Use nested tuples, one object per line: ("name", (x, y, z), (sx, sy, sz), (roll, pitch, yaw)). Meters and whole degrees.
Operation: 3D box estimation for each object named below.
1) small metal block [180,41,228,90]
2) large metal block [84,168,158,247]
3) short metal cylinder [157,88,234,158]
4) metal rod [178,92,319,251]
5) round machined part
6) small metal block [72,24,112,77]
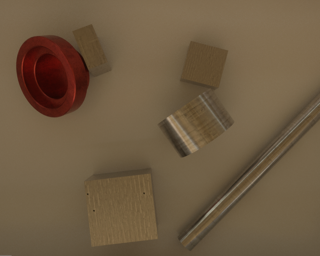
("small metal block", (0.058, -0.082, 0.412), (0.050, 0.025, 0.050), (14, 90, -1))
("large metal block", (-0.047, 0.099, 0.398), (0.081, 0.050, 0.079), (-7, 90, -1))
("short metal cylinder", (0.044, -0.007, 0.385), (0.080, 0.080, 0.050), (-35, 90, 0))
("metal rod", (0.138, 0.047, 0.413), (0.025, 0.025, 0.300), (45, 89, -1))
("round machined part", (-0.128, -0.066, 0.386), (0.098, 0.042, 0.097), (11, 113, 27))
("small metal block", (-0.086, -0.097, 0.397), (0.025, 0.050, 0.050), (-23, 90, -3))
